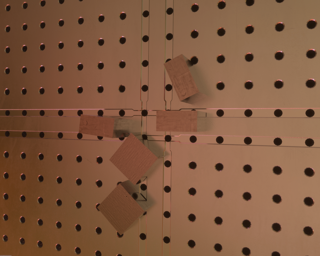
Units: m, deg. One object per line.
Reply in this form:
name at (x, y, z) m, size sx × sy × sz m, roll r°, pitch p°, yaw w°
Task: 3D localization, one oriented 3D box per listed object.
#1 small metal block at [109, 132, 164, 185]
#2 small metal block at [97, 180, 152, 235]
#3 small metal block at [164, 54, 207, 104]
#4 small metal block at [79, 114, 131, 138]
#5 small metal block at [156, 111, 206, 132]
small metal block at (-0.032, 0.041, 0.423) m, size 0.050 × 0.025 × 0.050 m, roll 43°, pitch 103°, yaw 14°
small metal block at (-0.049, 0.109, 0.429) m, size 0.050 × 0.025 × 0.050 m, roll 46°, pitch 104°, yaw 14°
small metal block at (0.033, -0.059, 0.387) m, size 0.025 × 0.050 × 0.050 m, roll -26°, pitch 82°, yaw 18°
small metal block at (-0.074, -0.003, 0.424) m, size 0.050 × 0.050 × 0.025 m, roll 8°, pitch 93°, yaw 19°
small metal block at (0.028, -0.008, 0.389) m, size 0.050 × 0.050 × 0.025 m, roll 1°, pitch 91°, yaw 19°
